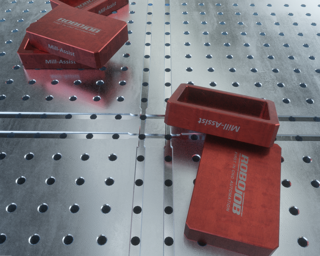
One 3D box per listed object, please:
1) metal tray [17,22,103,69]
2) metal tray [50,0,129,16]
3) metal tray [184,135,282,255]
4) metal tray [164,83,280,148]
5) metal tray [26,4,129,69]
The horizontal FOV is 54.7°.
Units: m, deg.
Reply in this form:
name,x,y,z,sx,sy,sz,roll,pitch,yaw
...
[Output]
name,x,y,z,sx,sy,sz,roll,pitch,yaw
metal tray,-0.158,-0.139,0.519,0.131,0.030,0.090,0,50,-1
metal tray,-0.137,-0.253,0.615,0.090,0.030,0.131,31,56,23
metal tray,0.085,0.068,0.349,0.090,0.030,0.130,12,51,9
metal tray,0.080,-0.021,0.398,0.131,0.030,0.090,13,25,10
metal tray,-0.127,-0.147,0.487,0.130,0.030,0.090,21,53,15
